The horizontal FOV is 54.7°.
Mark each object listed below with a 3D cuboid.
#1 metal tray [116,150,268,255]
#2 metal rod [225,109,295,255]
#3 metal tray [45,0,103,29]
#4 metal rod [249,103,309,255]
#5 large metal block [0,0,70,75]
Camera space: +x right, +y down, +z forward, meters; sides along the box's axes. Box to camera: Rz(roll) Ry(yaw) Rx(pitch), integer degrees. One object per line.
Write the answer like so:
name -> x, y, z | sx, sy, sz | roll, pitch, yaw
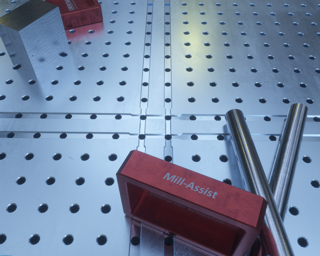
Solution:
metal tray -> 0.026, 0.077, 0.300 | 0.130, 0.089, 0.030 | 19, 53, 15
metal rod -> 0.104, 0.082, 0.310 | 0.025, 0.025, 0.300 | -1, 41, -1
metal tray -> -0.176, -0.246, 0.608 | 0.091, 0.030, 0.130 | -19, 53, -16
metal rod -> 0.129, 0.079, 0.342 | 0.025, 0.025, 0.301 | 20, 53, 15
large metal block -> -0.198, -0.145, 0.491 | 0.050, 0.080, 0.080 | 24, 54, 19
